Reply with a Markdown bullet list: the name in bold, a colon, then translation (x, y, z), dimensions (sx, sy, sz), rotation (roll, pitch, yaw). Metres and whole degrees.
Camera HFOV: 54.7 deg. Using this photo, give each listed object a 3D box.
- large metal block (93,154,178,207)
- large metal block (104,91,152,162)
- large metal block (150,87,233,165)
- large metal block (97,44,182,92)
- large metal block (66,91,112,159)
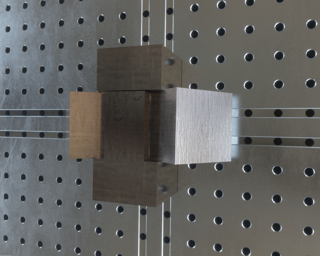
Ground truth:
- **large metal block**: translation (-0.028, 0.061, 0.391), dimensions (0.080, 0.080, 0.050), rotation (1, 91, 19)
- **large metal block**: translation (-0.027, -0.002, 0.391), dimensions (0.050, 0.080, 0.079), rotation (1, 91, 20)
- **large metal block**: translation (0.037, -0.002, 0.361), dimensions (0.050, 0.081, 0.079), rotation (1, 90, 57)
- **large metal block**: translation (-0.023, -0.068, 0.389), dimensions (0.080, 0.080, 0.050), rotation (1, 91, 19)
- **large metal block**: translation (-0.096, -0.004, 0.409), dimensions (0.050, 0.080, 0.079), rotation (0, 91, -20)
